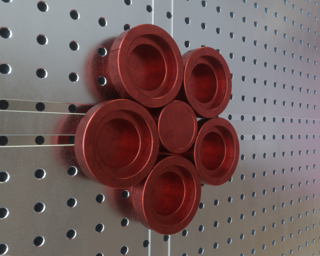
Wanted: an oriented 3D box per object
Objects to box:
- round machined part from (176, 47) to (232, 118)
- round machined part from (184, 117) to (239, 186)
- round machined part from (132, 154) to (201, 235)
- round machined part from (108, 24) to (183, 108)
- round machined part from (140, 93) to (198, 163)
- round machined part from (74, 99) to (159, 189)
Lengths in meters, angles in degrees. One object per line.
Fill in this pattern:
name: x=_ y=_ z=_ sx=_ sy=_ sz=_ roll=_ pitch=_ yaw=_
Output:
round machined part: x=0.055 y=-0.063 z=0.442 sx=0.099 sy=0.042 sz=0.097 roll=0 pitch=90 yaw=-40
round machined part: x=0.070 y=0.033 z=0.455 sx=0.099 sy=0.042 sz=0.097 roll=0 pitch=90 yaw=-40
round machined part: x=0.004 y=0.083 z=0.400 sx=0.099 sy=0.042 sz=0.097 roll=0 pitch=90 yaw=-40
round machined part: x=-0.021 y=-0.073 z=0.379 sx=0.099 sy=0.042 sz=0.097 roll=0 pitch=90 yaw=-40
round machined part: x=0.011 y=-0.001 z=0.406 sx=0.099 sy=0.042 sz=0.097 roll=0 pitch=90 yaw=-40
round machined part: x=-0.052 y=0.017 z=0.353 sx=0.099 sy=0.042 sz=0.097 roll=0 pitch=90 yaw=-40
